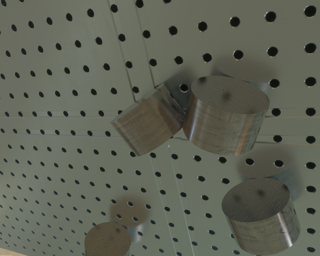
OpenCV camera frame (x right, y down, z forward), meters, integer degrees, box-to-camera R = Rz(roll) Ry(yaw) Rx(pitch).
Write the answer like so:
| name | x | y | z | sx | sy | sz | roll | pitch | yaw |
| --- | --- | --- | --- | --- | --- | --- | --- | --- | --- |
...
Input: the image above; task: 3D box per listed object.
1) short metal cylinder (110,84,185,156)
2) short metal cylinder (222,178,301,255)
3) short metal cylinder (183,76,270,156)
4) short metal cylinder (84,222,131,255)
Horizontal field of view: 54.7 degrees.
| name | x | y | z | sx | sy | sz | roll | pitch | yaw |
| --- | --- | --- | --- | --- | --- | --- | --- | --- | --- |
| short metal cylinder | -0.012 | -0.010 | 0.374 | 0.080 | 0.080 | 0.050 | -29 | 103 | 37 |
| short metal cylinder | 0.122 | 0.105 | 0.376 | 0.080 | 0.080 | 0.050 | -11 | 113 | 32 |
| short metal cylinder | 0.068 | -0.015 | 0.329 | 0.080 | 0.080 | 0.050 | 20 | 126 | 16 |
| short metal cylinder | -0.095 | 0.219 | 0.559 | 0.080 | 0.080 | 0.050 | 20 | 126 | 16 |
